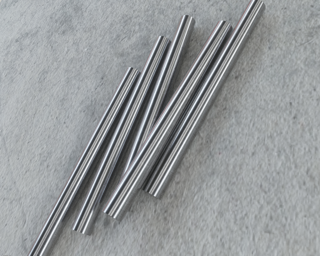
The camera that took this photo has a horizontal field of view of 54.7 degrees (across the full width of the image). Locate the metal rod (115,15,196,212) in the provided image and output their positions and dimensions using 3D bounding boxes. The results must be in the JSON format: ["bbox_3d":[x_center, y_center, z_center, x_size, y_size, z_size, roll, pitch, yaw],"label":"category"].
[{"bbox_3d":[-0.002,-0.035,0.425,0.025,0.025,0.300,5,64,30],"label":"metal rod"}]

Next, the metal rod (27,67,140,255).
[{"bbox_3d":[-0.098,0.043,0.426,0.025,0.025,0.300,12,67,33],"label":"metal rod"}]

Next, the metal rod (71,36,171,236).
[{"bbox_3d":[-0.045,-0.004,0.428,0.025,0.025,0.300,8,65,31],"label":"metal rod"}]

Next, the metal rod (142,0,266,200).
[{"bbox_3d":[0.063,-0.047,0.398,0.025,0.025,0.300,20,72,35],"label":"metal rod"}]

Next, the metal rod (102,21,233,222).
[{"bbox_3d":[0.019,-0.023,0.391,0.025,0.025,0.300,17,65,34],"label":"metal rod"}]
